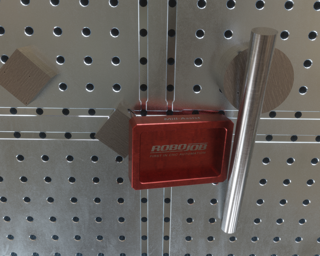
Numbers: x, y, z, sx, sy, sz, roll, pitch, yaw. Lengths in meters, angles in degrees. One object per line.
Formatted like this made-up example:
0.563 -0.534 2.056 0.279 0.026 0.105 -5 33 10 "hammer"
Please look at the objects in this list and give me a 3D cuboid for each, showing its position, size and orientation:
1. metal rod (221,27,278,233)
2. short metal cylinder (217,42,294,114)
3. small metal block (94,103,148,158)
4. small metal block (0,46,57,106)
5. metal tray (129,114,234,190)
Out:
0.103 0.028 0.384 0.025 0.025 0.298 -1 125 0 "metal rod"
0.113 -0.062 0.378 0.081 0.050 0.079 0 110 0 "short metal cylinder"
-0.051 0.004 0.414 0.050 0.025 0.050 38 106 -13 "small metal block"
-0.168 -0.065 0.388 0.050 0.025 0.050 43 104 -14 "small metal block"
0.026 0.030 0.405 0.131 0.030 0.089 -3 111 -14 "metal tray"
